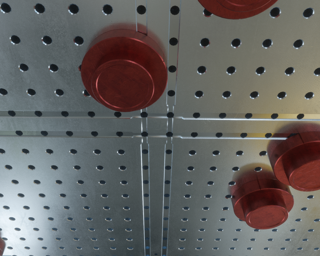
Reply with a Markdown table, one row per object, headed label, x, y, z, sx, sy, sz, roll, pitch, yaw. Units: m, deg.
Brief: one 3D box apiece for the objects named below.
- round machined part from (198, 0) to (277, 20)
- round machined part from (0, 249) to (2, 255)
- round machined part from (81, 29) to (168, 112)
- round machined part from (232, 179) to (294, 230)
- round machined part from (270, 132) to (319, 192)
| label | x | y | z | sx | sy | sz | roll | pitch | yaw |
| --- | --- | --- | --- | --- | --- | --- | --- | --- | --- |
| round machined part | 0.075 | -0.145 | 0.278 | 0.099 | 0.042 | 0.097 | 0 | 130 | 0 |
| round machined part | -0.376 | 0.265 | 0.623 | 0.099 | 0.042 | 0.097 | 0 | 130 | 0 |
| round machined part | -0.040 | -0.057 | 0.352 | 0.099 | 0.042 | 0.097 | 0 | 130 | 0 |
| round machined part | 0.172 | 0.132 | 0.513 | 0.099 | 0.042 | 0.097 | 0 | 130 | 0 |
| round machined part | 0.215 | 0.055 | 0.449 | 0.099 | 0.042 | 0.097 | 0 | 130 | 0 |
